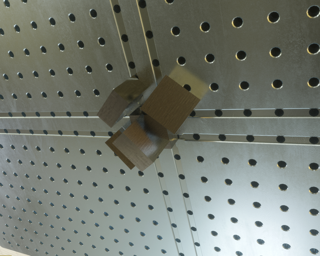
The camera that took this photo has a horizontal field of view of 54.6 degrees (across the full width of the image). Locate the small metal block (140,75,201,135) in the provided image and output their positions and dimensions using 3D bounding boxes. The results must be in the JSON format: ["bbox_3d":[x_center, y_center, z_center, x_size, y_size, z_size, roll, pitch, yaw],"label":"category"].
[{"bbox_3d":[0.012,-0.027,0.371,0.050,0.025,0.050,37,89,4],"label":"small metal block"}]

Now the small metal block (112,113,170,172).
[{"bbox_3d":[-0.022,0.017,0.386,0.050,0.050,0.025,45,128,-4],"label":"small metal block"}]

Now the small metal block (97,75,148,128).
[{"bbox_3d":[-0.048,-0.034,0.400,0.025,0.050,0.050,42,129,0],"label":"small metal block"}]

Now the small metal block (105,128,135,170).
[{"bbox_3d":[-0.047,0.027,0.433,0.025,0.050,0.050,-43,95,2],"label":"small metal block"}]

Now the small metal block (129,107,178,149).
[{"bbox_3d":[-0.008,0.000,0.415,0.050,0.025,0.050,0,118,27],"label":"small metal block"}]
